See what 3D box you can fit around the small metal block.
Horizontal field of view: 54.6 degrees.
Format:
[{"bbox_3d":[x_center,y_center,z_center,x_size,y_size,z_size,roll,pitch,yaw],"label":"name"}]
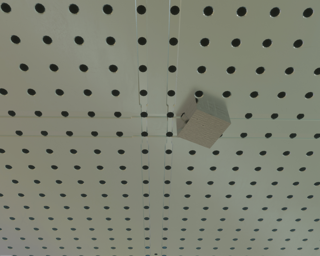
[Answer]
[{"bbox_3d":[0.056,-0.005,0.407,0.050,0.025,0.050,21,127,-17],"label":"small metal block"}]
